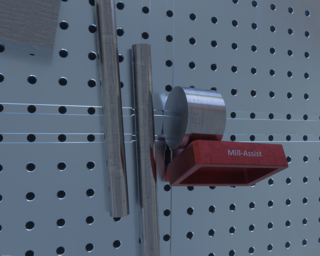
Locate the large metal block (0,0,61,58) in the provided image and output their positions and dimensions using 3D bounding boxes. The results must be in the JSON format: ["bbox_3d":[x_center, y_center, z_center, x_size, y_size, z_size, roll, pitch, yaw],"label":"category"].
[{"bbox_3d":[-0.155,-0.129,0.342,0.081,0.050,0.080,9,87,-20],"label":"large metal block"}]

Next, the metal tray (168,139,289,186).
[{"bbox_3d":[0.086,0.050,0.407,0.131,0.090,0.030,4,62,-20],"label":"metal tray"}]

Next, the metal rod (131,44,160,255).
[{"bbox_3d":[-0.018,0.042,0.406,0.025,0.025,0.298,-3,91,-20],"label":"metal rod"}]

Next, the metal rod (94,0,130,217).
[{"bbox_3d":[-0.061,-0.039,0.389,0.025,0.025,0.298,-4,92,-20],"label":"metal rod"}]

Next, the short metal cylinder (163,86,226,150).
[{"bbox_3d":[0.042,-0.012,0.399,0.050,0.080,0.080,4,89,-20],"label":"short metal cylinder"}]
